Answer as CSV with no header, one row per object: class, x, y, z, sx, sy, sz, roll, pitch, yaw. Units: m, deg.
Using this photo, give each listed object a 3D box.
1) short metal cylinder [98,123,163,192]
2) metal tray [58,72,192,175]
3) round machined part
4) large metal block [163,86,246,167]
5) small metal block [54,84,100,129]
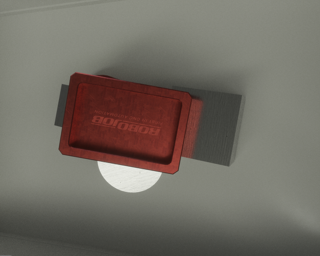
short metal cylinder,-0.032,0.034,0.394,0.080,0.050,0.079,2,103,7
metal tray,-0.037,-0.006,0.343,0.131,0.030,0.089,10,94,0
round machined part,-0.084,-0.025,0.428,0.098,0.042,0.097,0,90,19
large metal block,0.054,-0.004,0.375,0.080,0.050,0.079,11,94,19
small metal block,-0.100,-0.025,0.385,0.025,0.050,0.050,13,95,19
